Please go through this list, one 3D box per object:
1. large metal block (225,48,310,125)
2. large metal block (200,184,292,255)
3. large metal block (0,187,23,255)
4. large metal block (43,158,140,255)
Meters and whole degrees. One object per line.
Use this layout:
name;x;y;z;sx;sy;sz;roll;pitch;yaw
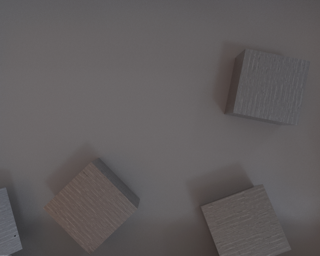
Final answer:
large metal block;0.136;-0.050;0.401;0.080;0.050;0.080;11;90;-1
large metal block;0.103;0.124;0.391;0.080;0.050;0.080;-20;76;-1
large metal block;-0.226;0.124;0.375;0.081;0.050;0.080;-15;89;-45
large metal block;-0.084;0.097;0.398;0.080;0.050;0.080;-44;91;0
